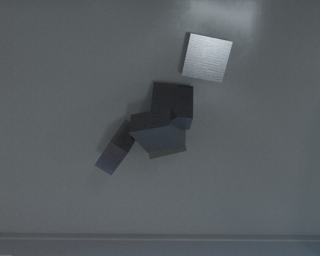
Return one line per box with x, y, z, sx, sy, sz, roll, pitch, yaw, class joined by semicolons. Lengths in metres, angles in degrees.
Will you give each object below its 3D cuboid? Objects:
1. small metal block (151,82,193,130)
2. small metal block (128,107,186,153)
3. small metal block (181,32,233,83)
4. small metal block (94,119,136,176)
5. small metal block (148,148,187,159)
0.014;-0.028;0.385;0.050;0.050;0.025;6;147;-3;small metal block
-0.002;0.004;0.367;0.050;0.025;0.050;-10;145;22;small metal block
0.056;-0.086;0.380;0.050;0.025;0.050;10;110;-4;small metal block
-0.053;0.024;0.398;0.025;0.050;0.050;34;127;-6;small metal block
0.005;0.009;0.415;0.050;0.025;0.050;-14;110;5;small metal block
